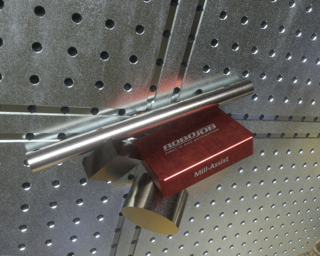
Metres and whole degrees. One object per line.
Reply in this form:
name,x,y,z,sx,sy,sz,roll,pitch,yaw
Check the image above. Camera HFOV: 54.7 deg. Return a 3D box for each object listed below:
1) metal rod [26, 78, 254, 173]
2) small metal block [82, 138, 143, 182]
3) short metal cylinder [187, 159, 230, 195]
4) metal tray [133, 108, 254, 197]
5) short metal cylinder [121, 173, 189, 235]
metal rod,-0.011,-0.010,0.394,0.302,0.025,0.025,-20,126,-17
small metal block,-0.058,0.041,0.384,0.050,0.025,0.050,-39,151,18
short metal cylinder,0.053,0.050,0.444,0.081,0.050,0.079,-18,135,-19
metal tray,0.042,0.025,0.403,0.131,0.090,0.030,-24,127,-14
short metal cylinder,-0.006,0.104,0.423,0.080,0.080,0.050,56,44,-39
